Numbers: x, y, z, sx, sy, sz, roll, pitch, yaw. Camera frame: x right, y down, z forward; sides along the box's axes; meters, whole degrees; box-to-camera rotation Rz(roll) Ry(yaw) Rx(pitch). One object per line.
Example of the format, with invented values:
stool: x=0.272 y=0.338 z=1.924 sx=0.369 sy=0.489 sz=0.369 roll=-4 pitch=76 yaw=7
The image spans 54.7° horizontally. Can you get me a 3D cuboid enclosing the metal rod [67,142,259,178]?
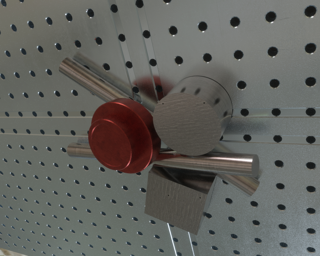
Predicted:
metal rod: x=-0.020 y=0.038 z=0.420 sx=0.300 sy=0.025 sz=0.025 roll=1 pitch=119 yaw=35

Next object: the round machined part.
round machined part: x=-0.051 y=0.015 z=0.391 sx=0.098 sy=0.042 sz=0.097 roll=14 pitch=117 yaw=29

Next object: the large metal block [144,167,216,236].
large metal block: x=0.028 y=0.090 z=0.432 sx=0.080 sy=0.050 sz=0.079 roll=18 pitch=126 yaw=17

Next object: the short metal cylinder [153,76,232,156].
short metal cylinder: x=0.039 y=-0.014 z=0.363 sx=0.080 sy=0.050 sz=0.079 roll=13 pitch=124 yaw=20

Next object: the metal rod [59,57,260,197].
metal rod: x=-0.005 y=-0.005 z=0.410 sx=0.301 sy=0.025 sz=0.025 roll=33 pitch=129 yaw=5
